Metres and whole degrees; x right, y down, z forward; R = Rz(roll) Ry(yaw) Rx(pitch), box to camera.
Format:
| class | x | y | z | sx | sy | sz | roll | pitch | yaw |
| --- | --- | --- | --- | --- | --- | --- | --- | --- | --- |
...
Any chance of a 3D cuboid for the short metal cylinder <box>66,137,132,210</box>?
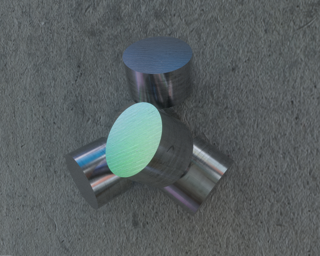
| class | x | y | z | sx | sy | sz | roll | pitch | yaw |
| --- | --- | --- | --- | --- | --- | --- | --- | --- | --- |
| short metal cylinder | -0.080 | 0.058 | 0.403 | 0.080 | 0.050 | 0.079 | 38 | 144 | 36 |

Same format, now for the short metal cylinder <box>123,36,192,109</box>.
| class | x | y | z | sx | sy | sz | roll | pitch | yaw |
| --- | --- | --- | --- | --- | --- | --- | --- | --- | --- |
| short metal cylinder | -0.001 | -0.068 | 0.375 | 0.080 | 0.080 | 0.050 | 15 | 138 | 19 |

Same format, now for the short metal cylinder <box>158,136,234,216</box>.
| class | x | y | z | sx | sy | sz | roll | pitch | yaw |
| --- | --- | --- | --- | --- | --- | --- | --- | --- | --- |
| short metal cylinder | 0.043 | 0.056 | 0.366 | 0.050 | 0.080 | 0.080 | 36 | 102 | 16 |

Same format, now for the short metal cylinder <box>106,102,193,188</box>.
| class | x | y | z | sx | sy | sz | roll | pitch | yaw |
| --- | --- | --- | --- | --- | --- | --- | --- | --- | --- |
| short metal cylinder | -0.012 | 0.019 | 0.330 | 0.080 | 0.050 | 0.080 | -21 | 56 | 36 |

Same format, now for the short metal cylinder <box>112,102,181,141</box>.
| class | x | y | z | sx | sy | sz | roll | pitch | yaw |
| --- | --- | --- | --- | --- | --- | --- | --- | --- | --- |
| short metal cylinder | -0.015 | 0.006 | 0.402 | 0.080 | 0.050 | 0.080 | 0 | 89 | 19 |
